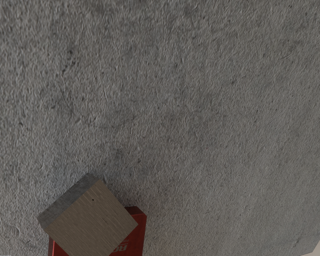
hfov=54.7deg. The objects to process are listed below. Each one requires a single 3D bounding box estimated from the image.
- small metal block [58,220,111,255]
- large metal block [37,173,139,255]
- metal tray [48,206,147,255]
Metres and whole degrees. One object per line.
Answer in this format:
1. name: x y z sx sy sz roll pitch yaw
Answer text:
1. small metal block: -0.110 0.167 0.450 0.050 0.025 0.050 33 100 -39
2. large metal block: -0.089 0.115 0.383 0.080 0.050 0.080 -43 111 -22
3. metal tray: -0.087 0.164 0.440 0.131 0.030 0.089 3 99 -30
